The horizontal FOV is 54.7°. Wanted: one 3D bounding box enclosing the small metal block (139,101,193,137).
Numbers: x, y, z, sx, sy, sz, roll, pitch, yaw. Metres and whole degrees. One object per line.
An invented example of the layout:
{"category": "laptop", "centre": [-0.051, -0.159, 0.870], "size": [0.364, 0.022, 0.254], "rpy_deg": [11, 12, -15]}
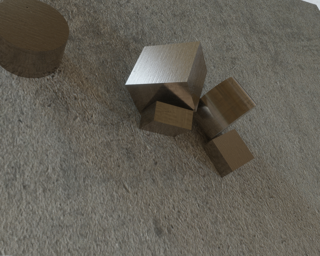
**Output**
{"category": "small metal block", "centre": [0.007, -0.010, 0.396], "size": [0.050, 0.050, 0.025], "rpy_deg": [14, 73, -21]}

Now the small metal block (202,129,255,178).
{"category": "small metal block", "centre": [0.097, 0.035, 0.437], "size": [0.050, 0.025, 0.050], "rpy_deg": [-22, 74, -36]}

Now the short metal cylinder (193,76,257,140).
{"category": "short metal cylinder", "centre": [0.087, -0.027, 0.434], "size": [0.081, 0.080, 0.050], "rpy_deg": [-30, 79, -38]}

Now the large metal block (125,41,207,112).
{"category": "large metal block", "centre": [0.012, -0.067, 0.410], "size": [0.080, 0.050, 0.080], "rpy_deg": [1, 49, 23]}

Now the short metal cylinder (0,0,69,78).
{"category": "short metal cylinder", "centre": [-0.155, -0.107, 0.370], "size": [0.081, 0.050, 0.080], "rpy_deg": [14, 56, -21]}
